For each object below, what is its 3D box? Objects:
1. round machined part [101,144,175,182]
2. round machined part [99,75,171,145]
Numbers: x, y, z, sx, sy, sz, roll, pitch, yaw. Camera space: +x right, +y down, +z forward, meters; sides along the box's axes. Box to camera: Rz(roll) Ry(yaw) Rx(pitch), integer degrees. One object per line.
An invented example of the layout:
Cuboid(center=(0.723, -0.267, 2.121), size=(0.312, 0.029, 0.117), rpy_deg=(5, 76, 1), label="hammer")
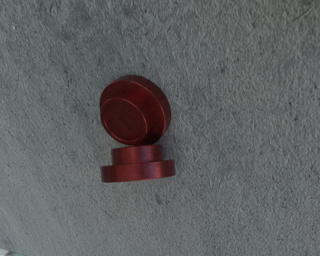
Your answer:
Cuboid(center=(-0.030, 0.046, 0.414), size=(0.098, 0.099, 0.042), rpy_deg=(-9, 83, 32), label="round machined part")
Cuboid(center=(-0.038, -0.016, 0.406), size=(0.098, 0.042, 0.097), rpy_deg=(13, 124, 21), label="round machined part")
